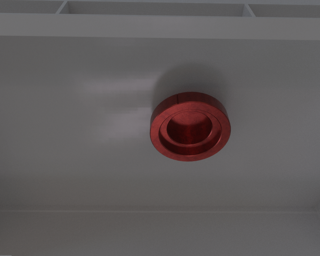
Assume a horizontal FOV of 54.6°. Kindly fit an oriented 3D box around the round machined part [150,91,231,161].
[{"bbox_3d":[0.037,-0.006,0.393,0.099,0.042,0.097,0,130,0],"label":"round machined part"}]
